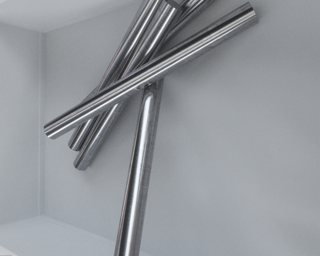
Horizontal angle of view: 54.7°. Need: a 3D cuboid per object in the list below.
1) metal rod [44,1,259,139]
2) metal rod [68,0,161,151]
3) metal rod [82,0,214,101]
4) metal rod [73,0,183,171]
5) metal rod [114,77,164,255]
[{"bbox_3d":[-0.026,-0.059,0.378,0.300,0.025,0.025,-27,73,21],"label":"metal rod"},{"bbox_3d":[-0.064,-0.072,0.425,0.025,0.025,0.298,55,127,25],"label":"metal rod"},{"bbox_3d":[-0.029,-0.098,0.428,0.299,0.025,0.025,-36,68,34],"label":"metal rod"},{"bbox_3d":[-0.058,-0.039,0.429,0.025,0.025,0.298,55,128,25],"label":"metal rod"},{"bbox_3d":[-0.023,0.052,0.346,0.025,0.025,0.299,-15,56,39],"label":"metal rod"}]
